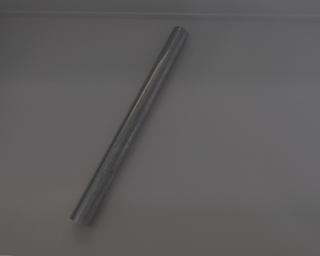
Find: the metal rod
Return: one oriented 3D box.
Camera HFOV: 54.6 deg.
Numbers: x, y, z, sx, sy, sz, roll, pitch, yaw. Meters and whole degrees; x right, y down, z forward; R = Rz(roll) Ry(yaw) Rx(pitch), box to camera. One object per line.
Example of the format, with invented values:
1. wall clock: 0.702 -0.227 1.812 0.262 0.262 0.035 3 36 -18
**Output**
1. metal rod: -0.032 -0.015 0.415 0.025 0.025 0.300 24 72 8
